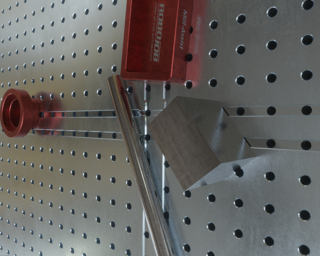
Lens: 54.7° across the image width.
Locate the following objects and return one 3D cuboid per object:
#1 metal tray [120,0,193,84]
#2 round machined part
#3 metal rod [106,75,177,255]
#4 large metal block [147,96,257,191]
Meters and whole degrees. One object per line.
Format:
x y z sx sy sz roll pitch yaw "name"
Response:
-0.006 -0.126 0.408 0.090 0.030 0.129 9 96 39 "metal tray"
-0.280 -0.030 0.625 0.098 0.042 0.097 0 90 39 "round machined part"
-0.024 0.065 0.426 0.025 0.025 0.299 -28 73 36 "metal rod"
0.046 0.015 0.334 0.050 0.081 0.080 -45 64 31 "large metal block"
